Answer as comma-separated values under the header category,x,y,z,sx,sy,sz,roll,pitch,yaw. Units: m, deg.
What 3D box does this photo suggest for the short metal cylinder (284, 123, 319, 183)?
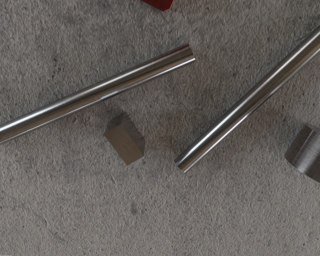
category,x,y,z,sx,sy,sz,roll,pitch,yaw
short metal cylinder,0.210,0.035,0.397,0.080,0.080,0.050,23,108,-9

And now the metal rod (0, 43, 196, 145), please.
category,x,y,z,sx,sy,sz,roll,pitch,yaw
metal rod,-0.100,-0.036,0.395,0.301,0.025,0.025,-22,109,7

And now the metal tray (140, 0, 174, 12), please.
category,x,y,z,sx,sy,sz,roll,pitch,yaw
metal tray,-0.031,-0.196,0.335,0.131,0.030,0.089,23,108,-9

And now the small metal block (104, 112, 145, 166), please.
category,x,y,z,sx,sy,sz,roll,pitch,yaw
small metal block,-0.044,0.013,0.401,0.025,0.050,0.050,-30,108,10

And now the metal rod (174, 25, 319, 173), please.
category,x,y,z,sx,sy,sz,roll,pitch,yaw
metal rod,0.133,-0.049,0.393,0.025,0.025,0.299,42,104,-14
